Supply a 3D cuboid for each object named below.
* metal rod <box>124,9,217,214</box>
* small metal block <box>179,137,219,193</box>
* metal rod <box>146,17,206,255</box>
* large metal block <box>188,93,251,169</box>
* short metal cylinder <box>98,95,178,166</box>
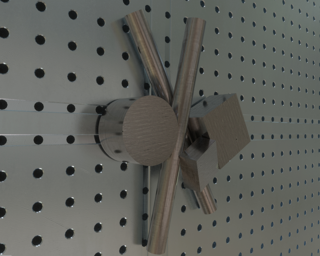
[{"bbox_3d":[0.021,-0.009,0.422,0.025,0.025,0.299,-35,112,-34],"label":"metal rod"},{"bbox_3d":[0.053,0.047,0.408,0.050,0.025,0.050,-39,129,-42],"label":"small metal block"},{"bbox_3d":[0.020,0.011,0.396,0.025,0.025,0.298,8,93,-40],"label":"metal rod"},{"bbox_3d":[0.081,0.003,0.455,0.081,0.050,0.080,-34,111,-35],"label":"large metal block"},{"bbox_3d":[-0.025,0.003,0.368,0.081,0.050,0.079,0,90,-41],"label":"short metal cylinder"}]
